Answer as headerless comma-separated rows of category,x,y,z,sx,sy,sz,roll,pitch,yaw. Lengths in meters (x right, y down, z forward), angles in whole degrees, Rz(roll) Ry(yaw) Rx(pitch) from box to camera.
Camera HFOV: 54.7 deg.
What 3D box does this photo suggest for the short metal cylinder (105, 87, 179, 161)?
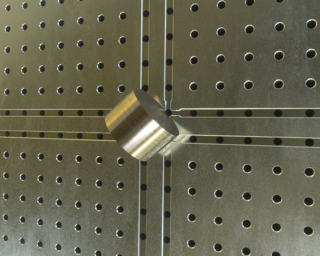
short metal cylinder,-0.022,-0.005,0.389,0.050,0.080,0.080,-42,77,15
